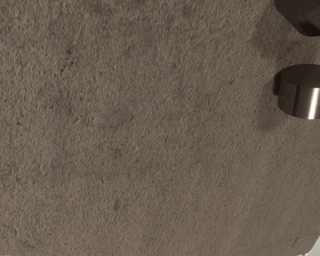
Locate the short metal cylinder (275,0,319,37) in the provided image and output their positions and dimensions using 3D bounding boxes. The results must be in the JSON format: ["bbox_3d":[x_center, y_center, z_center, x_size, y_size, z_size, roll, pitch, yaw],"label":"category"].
[{"bbox_3d":[0.190,-0.160,0.378,0.050,0.080,0.080,23,106,-37],"label":"short metal cylinder"}]

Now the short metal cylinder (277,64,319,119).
[{"bbox_3d":[0.220,-0.056,0.460,0.081,0.080,0.050,-19,126,-18],"label":"short metal cylinder"}]
